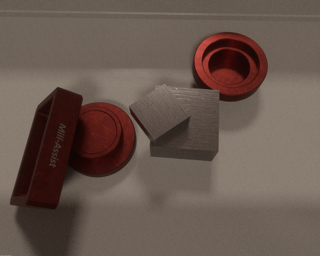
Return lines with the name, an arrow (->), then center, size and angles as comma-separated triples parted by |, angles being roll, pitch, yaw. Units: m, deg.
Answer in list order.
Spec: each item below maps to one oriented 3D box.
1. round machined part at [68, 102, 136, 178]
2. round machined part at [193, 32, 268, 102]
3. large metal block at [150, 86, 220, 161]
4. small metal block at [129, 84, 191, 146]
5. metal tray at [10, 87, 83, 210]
round machined part -> -0.081, 0.011, 0.396 | 0.099, 0.042, 0.098 | 0, 70, -1
round machined part -> 0.094, -0.081, 0.431 | 0.099, 0.042, 0.098 | 0, 70, -1
large metal block -> 0.031, -0.005, 0.399 | 0.081, 0.050, 0.080 | 4, 70, 1
small metal block -> 0.000, -0.015, 0.362 | 0.050, 0.025, 0.050 | -33, 74, -12
metal tray -> -0.133, 0.027, 0.362 | 0.030, 0.090, 0.130 | 20, 68, -31
